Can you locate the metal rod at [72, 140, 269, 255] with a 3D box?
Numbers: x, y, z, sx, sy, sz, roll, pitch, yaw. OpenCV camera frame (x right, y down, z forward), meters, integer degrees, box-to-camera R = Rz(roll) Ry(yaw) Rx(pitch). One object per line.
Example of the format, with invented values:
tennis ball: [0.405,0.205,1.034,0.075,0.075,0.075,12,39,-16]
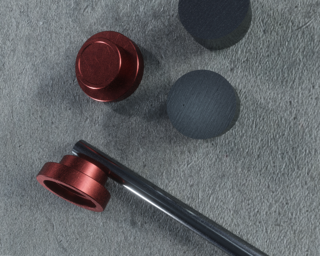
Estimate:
metal rod: [0.007,0.098,0.405,0.301,0.025,0.025,29,99,17]

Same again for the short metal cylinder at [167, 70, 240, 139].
short metal cylinder: [0.054,-0.027,0.376,0.080,0.050,0.079,0,90,19]

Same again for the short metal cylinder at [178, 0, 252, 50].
short metal cylinder: [0.067,-0.140,0.372,0.080,0.050,0.079,0,90,19]

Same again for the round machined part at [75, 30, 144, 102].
round machined part: [-0.075,-0.085,0.425,0.098,0.042,0.097,0,90,19]

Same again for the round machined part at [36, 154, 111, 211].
round machined part: [-0.111,0.072,0.418,0.098,0.098,0.042,14,59,19]
